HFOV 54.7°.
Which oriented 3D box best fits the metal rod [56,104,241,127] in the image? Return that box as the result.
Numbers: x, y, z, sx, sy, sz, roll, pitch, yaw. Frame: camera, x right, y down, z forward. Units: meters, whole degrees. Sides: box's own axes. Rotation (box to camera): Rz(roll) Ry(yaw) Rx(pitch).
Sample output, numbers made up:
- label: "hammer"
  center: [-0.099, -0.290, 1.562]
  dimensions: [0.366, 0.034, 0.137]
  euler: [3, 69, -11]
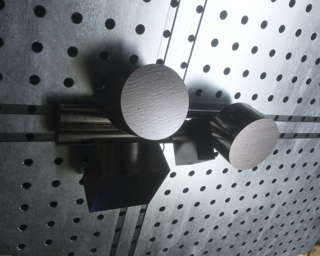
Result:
- label: "metal rod"
  center: [0.022, -0.013, 0.411]
  dimensions: [0.303, 0.025, 0.025]
  euler: [0, 118, -29]

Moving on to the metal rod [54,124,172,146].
- label: "metal rod"
  center: [0.016, 0.009, 0.421]
  dimensions: [0.303, 0.025, 0.025]
  euler: [0, 118, -29]

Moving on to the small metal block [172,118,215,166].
- label: "small metal block"
  center: [0.040, 0.019, 0.388]
  dimensions: [0.025, 0.050, 0.050]
  euler: [1, 76, -29]

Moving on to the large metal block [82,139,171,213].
- label: "large metal block"
  center: [-0.045, 0.058, 0.384]
  dimensions: [0.081, 0.050, 0.079]
  euler: [-1, 139, -28]

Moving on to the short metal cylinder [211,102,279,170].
- label: "short metal cylinder"
  center: [0.114, 0.011, 0.428]
  dimensions: [0.081, 0.050, 0.079]
  euler: [-14, 124, -21]

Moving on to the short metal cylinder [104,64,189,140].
- label: "short metal cylinder"
  center: [-0.015, -0.029, 0.346]
  dimensions: [0.081, 0.050, 0.079]
  euler: [-3, 96, -29]
